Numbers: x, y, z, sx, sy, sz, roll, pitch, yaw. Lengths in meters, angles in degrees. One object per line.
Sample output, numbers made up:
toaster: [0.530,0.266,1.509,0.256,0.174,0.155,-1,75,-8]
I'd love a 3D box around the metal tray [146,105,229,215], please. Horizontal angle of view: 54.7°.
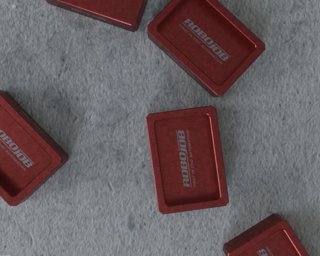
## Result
metal tray: [0.035,0.041,0.407,0.091,0.030,0.129,-8,90,-1]

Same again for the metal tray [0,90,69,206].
metal tray: [-0.198,0.025,0.404,0.090,0.030,0.130,-44,91,0]

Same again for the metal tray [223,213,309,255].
metal tray: [0.156,0.193,0.409,0.090,0.030,0.130,-32,90,-1]

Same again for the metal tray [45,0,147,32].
metal tray: [-0.079,-0.192,0.406,0.131,0.030,0.090,19,90,-1]

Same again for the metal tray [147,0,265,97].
metal tray: [0.059,-0.115,0.408,0.130,0.030,0.090,43,90,-1]
